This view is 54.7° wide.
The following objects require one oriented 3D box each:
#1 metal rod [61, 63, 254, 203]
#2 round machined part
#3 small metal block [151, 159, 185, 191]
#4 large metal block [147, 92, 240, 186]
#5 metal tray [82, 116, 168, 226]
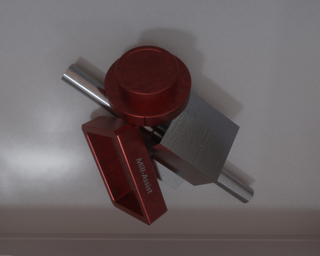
[{"bbox_3d":[0.006,0.014,0.415,0.301,0.025,0.025,35,106,-13],"label":"metal rod"},{"bbox_3d":[-0.014,-0.054,0.349,0.099,0.098,0.042,-2,151,0],"label":"round machined part"},{"bbox_3d":[0.008,0.049,0.414,0.050,0.050,0.025,36,106,-13],"label":"small metal block"},{"bbox_3d":[0.039,0.014,0.381,0.080,0.050,0.080,35,63,-12],"label":"large metal block"},{"bbox_3d":[-0.046,0.052,0.395,0.030,0.090,0.129,-31,113,-33],"label":"metal tray"}]
